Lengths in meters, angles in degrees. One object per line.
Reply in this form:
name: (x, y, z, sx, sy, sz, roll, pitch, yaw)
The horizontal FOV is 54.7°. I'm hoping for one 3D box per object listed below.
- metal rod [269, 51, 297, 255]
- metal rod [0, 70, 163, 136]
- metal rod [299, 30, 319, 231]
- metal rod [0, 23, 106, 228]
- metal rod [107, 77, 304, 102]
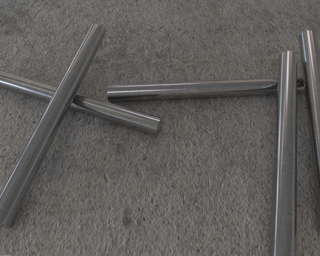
metal rod: (0.150, 0.017, 0.371, 0.025, 0.025, 0.300, 11, 56, 9)
metal rod: (-0.140, -0.044, 0.438, 0.301, 0.025, 0.025, 17, 52, 13)
metal rod: (0.202, -0.017, 0.396, 0.025, 0.025, 0.300, 8, 57, 6)
metal rod: (-0.131, -0.025, 0.395, 0.025, 0.025, 0.300, 11, 59, 9)
metal rod: (0.077, -0.057, 0.451, 0.302, 0.025, 0.025, -3, 50, -3)
